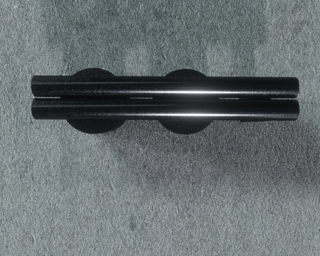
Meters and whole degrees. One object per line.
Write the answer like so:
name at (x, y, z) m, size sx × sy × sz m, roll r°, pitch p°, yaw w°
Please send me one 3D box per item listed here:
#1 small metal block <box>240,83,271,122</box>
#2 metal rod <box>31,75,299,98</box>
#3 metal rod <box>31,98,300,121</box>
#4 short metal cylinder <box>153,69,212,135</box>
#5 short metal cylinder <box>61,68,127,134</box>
small metal block at (0.122, -0.033, 0.401) m, size 0.025 × 0.050 × 0.050 m, roll -2°, pitch 90°, yaw 0°
metal rod at (0.006, -0.048, 0.360) m, size 0.302 × 0.025 × 0.025 m, roll 0°, pitch 90°, yaw -1°
metal rod at (0.007, -0.022, 0.360) m, size 0.302 × 0.025 × 0.025 m, roll 0°, pitch 90°, yaw -1°
short metal cylinder at (0.031, -0.032, 0.399) m, size 0.081 × 0.050 × 0.080 m, roll 0°, pitch 90°, yaw 0°
short metal cylinder at (-0.080, -0.033, 0.397) m, size 0.081 × 0.050 × 0.080 m, roll 0°, pitch 90°, yaw 0°
